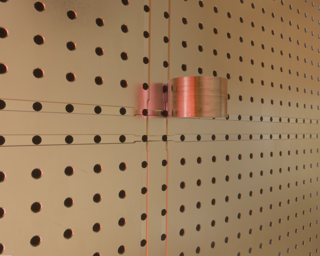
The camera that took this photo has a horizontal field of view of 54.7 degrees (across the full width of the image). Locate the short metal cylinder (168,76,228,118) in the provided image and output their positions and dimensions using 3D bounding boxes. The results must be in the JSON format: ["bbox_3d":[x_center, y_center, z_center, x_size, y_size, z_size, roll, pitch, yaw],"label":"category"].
[{"bbox_3d":[0.050,-0.039,0.418,0.081,0.080,0.050,-1,91,-40],"label":"short metal cylinder"}]
